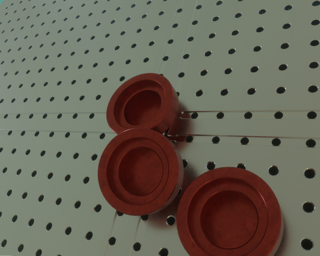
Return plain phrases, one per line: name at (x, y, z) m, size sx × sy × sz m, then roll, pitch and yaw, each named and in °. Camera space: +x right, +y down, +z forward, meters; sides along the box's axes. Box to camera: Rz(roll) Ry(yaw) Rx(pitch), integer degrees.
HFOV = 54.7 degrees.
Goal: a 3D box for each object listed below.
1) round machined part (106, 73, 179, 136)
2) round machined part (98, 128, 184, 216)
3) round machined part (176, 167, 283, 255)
round machined part at (-0.020, -0.023, 0.420) m, size 0.098 × 0.042 × 0.098 m, roll -13°, pitch 56°, yaw 20°
round machined part at (-0.019, 0.051, 0.363) m, size 0.098 × 0.042 × 0.098 m, roll -4°, pitch 77°, yaw 19°
round machined part at (0.069, 0.091, 0.304) m, size 0.098 × 0.042 × 0.098 m, roll -13°, pitch 56°, yaw 20°
